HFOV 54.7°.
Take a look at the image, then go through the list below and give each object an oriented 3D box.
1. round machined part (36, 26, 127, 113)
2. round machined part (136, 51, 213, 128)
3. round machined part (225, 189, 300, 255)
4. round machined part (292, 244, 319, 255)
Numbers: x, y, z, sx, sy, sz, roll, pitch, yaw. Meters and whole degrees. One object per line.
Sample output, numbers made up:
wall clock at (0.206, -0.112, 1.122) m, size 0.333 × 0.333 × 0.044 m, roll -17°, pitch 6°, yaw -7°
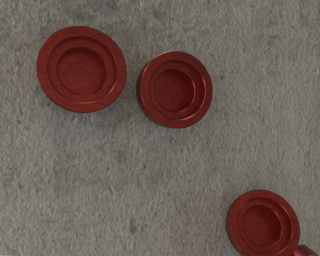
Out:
round machined part at (-0.093, -0.066, 0.366) m, size 0.099 × 0.042 × 0.097 m, roll 0°, pitch 90°, yaw -21°
round machined part at (0.016, -0.048, 0.407) m, size 0.099 × 0.042 × 0.097 m, roll 0°, pitch 90°, yaw -21°
round machined part at (0.141, 0.140, 0.440) m, size 0.099 × 0.042 × 0.098 m, roll 2°, pitch 65°, yaw -4°
round machined part at (0.185, 0.211, 0.457) m, size 0.099 × 0.042 × 0.097 m, roll -16°, pitch 122°, yaw -28°
